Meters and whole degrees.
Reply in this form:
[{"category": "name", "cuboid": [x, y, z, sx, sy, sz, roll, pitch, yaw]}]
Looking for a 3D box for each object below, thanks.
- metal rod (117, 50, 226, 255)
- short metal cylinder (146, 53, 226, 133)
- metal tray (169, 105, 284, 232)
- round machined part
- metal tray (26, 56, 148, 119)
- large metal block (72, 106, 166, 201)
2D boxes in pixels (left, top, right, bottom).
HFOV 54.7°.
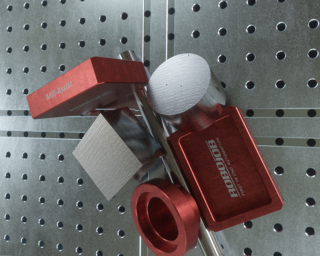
[{"category": "metal rod", "cuboid": [0.013, 0.035, 0.403, 0.025, 0.025, 0.299, -27, 81, 18]}, {"category": "short metal cylinder", "cuboid": [0.031, -0.041, 0.369, 0.080, 0.050, 0.080, -14, 60, 25]}, {"category": "metal tray", "cuboid": [0.079, 0.049, 0.378, 0.090, 0.030, 0.129, -26, 82, 18]}, {"category": "round machined part", "cuboid": [0.011, 0.108, 0.381, 0.098, 0.042, 0.097, 20, 118, 44]}, {"category": "metal tray", "cuboid": [-0.091, -0.047, 0.391, 0.130, 0.091, 0.030, -20, 85, 33]}, {"category": "large metal block", "cuboid": [-0.053, 0.032, 0.395, 0.080, 0.050, 0.080, 50, 123, 13]}]
